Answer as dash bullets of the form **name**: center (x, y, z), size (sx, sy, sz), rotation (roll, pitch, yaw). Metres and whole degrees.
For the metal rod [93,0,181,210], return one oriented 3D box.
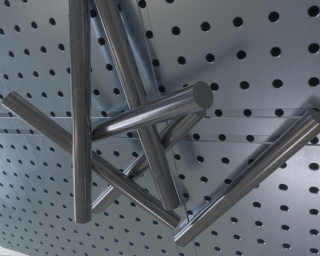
- **metal rod**: center (-0.027, -0.033, 0.383), size (0.025, 0.025, 0.299), rotation (-8, 108, 32)

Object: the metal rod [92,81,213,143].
- **metal rod**: center (-0.053, -0.003, 0.387), size (0.299, 0.025, 0.025), rotation (-16, 111, 51)

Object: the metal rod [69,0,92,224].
- **metal rod**: center (-0.102, -0.015, 0.403), size (0.025, 0.025, 0.298), rotation (9, 106, 23)

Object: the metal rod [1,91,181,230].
- **metal rod**: center (-0.091, 0.052, 0.448), size (0.300, 0.025, 0.025), rotation (39, 130, -10)

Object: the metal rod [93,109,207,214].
- **metal rod**: center (-0.034, 0.061, 0.467), size (0.025, 0.025, 0.299), rotation (43, 129, -1)

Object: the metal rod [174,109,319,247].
- **metal rod**: center (0.099, 0.086, 0.412), size (0.025, 0.025, 0.298), rotation (37, 129, 4)
